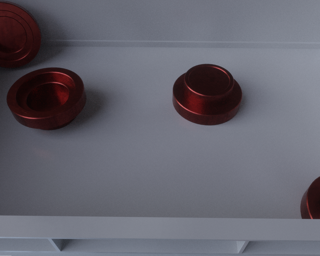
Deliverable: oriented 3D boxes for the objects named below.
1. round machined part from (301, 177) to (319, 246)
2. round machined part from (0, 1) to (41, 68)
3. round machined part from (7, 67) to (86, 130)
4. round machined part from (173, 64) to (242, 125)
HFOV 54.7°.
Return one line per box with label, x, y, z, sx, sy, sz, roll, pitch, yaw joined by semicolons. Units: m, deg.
round machined part;0.204;0.087;0.322;0.099;0.042;0.098;0;50;0
round machined part;-0.239;-0.147;0.484;0.099;0.097;0.042;-14;31;-12
round machined part;-0.150;-0.036;0.423;0.099;0.042;0.098;0;50;0
round machined part;0.067;-0.054;0.440;0.099;0.042;0.098;0;50;0
